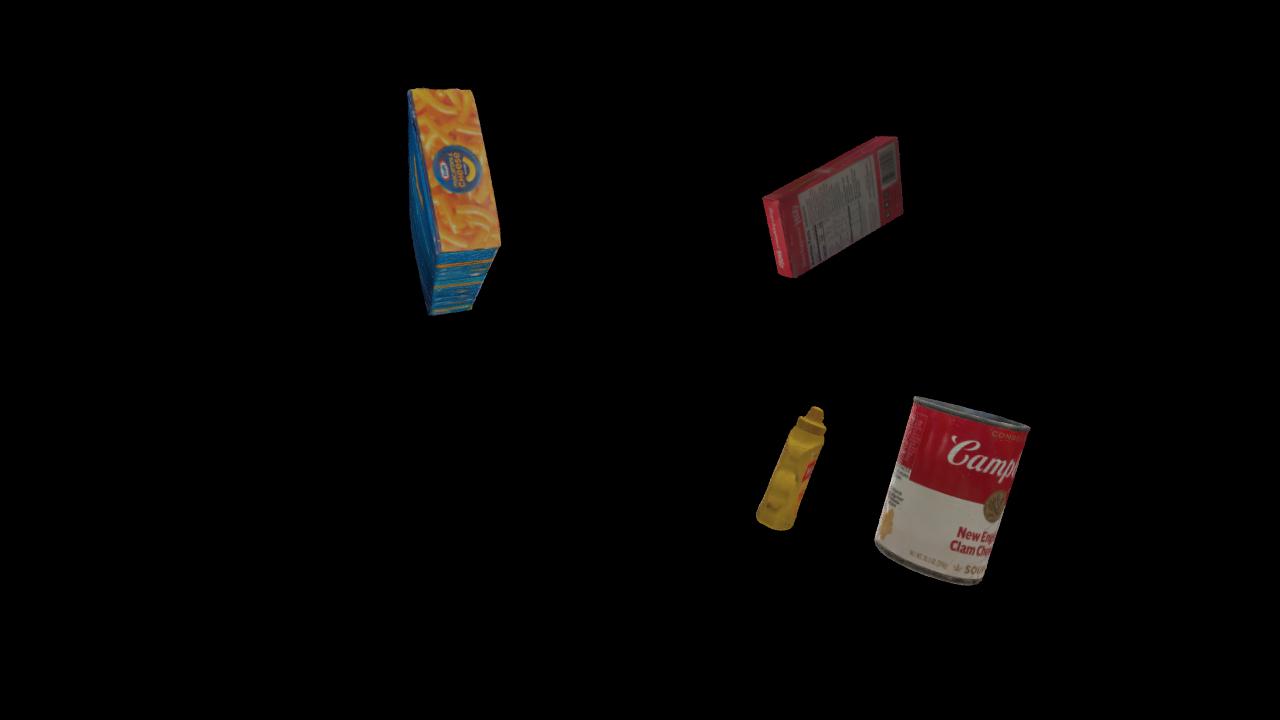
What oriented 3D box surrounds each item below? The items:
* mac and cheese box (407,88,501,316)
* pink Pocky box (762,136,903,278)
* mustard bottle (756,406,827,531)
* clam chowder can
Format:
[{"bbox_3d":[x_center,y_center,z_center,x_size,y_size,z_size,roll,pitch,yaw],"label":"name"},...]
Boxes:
[{"bbox_3d":[-0.131,-0.092,0.414,0.041,0.093,0.184,-9,-3,-21],"label":"mac and cheese box"},{"bbox_3d":[0.194,-0.152,0.609,0.155,0.084,0.029,-31,33,-16],"label":"pink Pocky box"},{"bbox_3d":[0.228,0.154,0.902,0.054,0.184,0.092,24,8,34],"label":"mustard bottle"},{"bbox_3d":[0.196,0.081,0.393,0.068,0.102,0.068,14,6,-2],"label":"clam chowder can"}]
